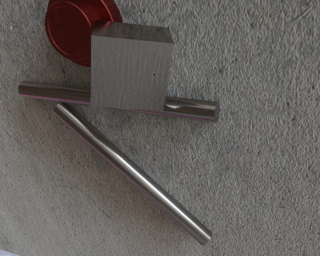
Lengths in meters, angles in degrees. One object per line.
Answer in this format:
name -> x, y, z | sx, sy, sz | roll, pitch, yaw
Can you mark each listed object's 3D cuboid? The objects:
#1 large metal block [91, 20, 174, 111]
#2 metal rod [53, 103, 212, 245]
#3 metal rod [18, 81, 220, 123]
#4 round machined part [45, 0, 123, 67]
large metal block -> -0.033, -0.068, 0.343 | 0.081, 0.050, 0.079 | 3, 125, -9
metal rod -> -0.040, 0.068, 0.468 | 0.300, 0.025, 0.025 | 42, 129, -2
metal rod -> -0.071, -0.039, 0.417 | 0.301, 0.025, 0.025 | 9, 122, 23
round machined part -> -0.097, -0.120, 0.371 | 0.098, 0.042, 0.097 | 13, 124, 20
